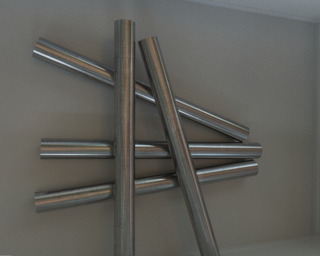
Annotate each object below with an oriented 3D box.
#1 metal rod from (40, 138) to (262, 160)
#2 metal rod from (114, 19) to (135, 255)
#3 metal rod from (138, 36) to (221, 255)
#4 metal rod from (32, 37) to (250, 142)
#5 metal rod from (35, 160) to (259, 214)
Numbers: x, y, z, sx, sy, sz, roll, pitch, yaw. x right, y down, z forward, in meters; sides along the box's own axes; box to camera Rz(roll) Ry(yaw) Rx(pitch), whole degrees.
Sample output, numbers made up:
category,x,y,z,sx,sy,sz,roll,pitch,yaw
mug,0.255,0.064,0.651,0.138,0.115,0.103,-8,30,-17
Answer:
category,x,y,z,sx,sy,sz,roll,pitch,yaw
metal rod,0.004,0.029,0.411,0.303,0.025,0.025,2,90,-21
metal rod,-0.042,0.025,0.367,0.025,0.025,0.298,0,90,-20
metal rod,0.027,0.035,0.393,0.025,0.025,0.298,-19,97,-19
metal rod,-0.009,-0.042,0.406,0.302,0.025,0.025,21,83,-19
metal rod,-0.002,0.073,0.409,0.303,0.025,0.025,-5,92,-20
